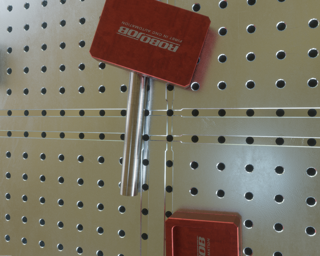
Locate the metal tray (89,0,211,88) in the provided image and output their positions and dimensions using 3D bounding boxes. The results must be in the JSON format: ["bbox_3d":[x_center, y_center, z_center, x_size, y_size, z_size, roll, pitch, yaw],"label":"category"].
[{"bbox_3d":[-0.012,-0.112,0.392,0.131,0.030,0.090,18,92,2],"label":"metal tray"}]

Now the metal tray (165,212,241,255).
[{"bbox_3d":[0.055,0.177,0.390,0.090,0.030,0.129,-1,90,19],"label":"metal tray"}]

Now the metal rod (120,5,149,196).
[{"bbox_3d":[-0.030,-0.058,0.423,0.025,0.025,0.298,6,92,20],"label":"metal rod"}]
